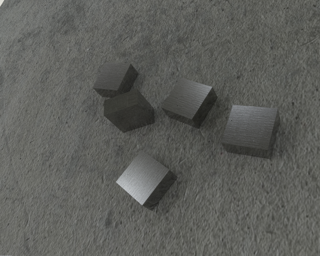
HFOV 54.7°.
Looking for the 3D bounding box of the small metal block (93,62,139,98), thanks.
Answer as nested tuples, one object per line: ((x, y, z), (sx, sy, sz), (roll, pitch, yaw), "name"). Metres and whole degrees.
((-0.069, -0.075, 0.486), (0.050, 0.025, 0.050), (10, 67, 32), "small metal block")

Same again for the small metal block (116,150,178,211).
((-0.016, 0.062, 0.374), (0.050, 0.025, 0.050), (32, 79, 38), "small metal block")

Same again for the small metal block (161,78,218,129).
((0.039, -0.033, 0.404), (0.050, 0.025, 0.050), (24, 74, 36), "small metal block")

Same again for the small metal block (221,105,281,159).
((0.103, 0.004, 0.348), (0.050, 0.025, 0.050), (8, 66, 31), "small metal block")

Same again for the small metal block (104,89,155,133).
((-0.041, -0.022, 0.423), (0.050, 0.050, 0.025), (-17, 55, 18), "small metal block")
